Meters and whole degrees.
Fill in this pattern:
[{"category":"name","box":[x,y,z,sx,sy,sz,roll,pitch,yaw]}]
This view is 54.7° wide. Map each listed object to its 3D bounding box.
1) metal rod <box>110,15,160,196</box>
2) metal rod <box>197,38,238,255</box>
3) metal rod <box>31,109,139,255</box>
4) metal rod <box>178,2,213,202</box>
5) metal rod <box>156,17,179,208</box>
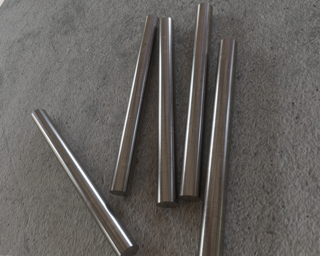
[{"category":"metal rod","box":[-0.031,-0.050,0.451,0.025,0.025,0.300,-6,59,25]},{"category":"metal rod","box":[0.069,0.017,0.357,0.025,0.025,0.300,-4,60,26]},{"category":"metal rod","box":[-0.119,0.057,0.431,0.025,0.025,0.300,-45,51,-3]},{"category":"metal rod","box":[0.051,-0.054,0.409,0.025,0.025,0.300,-6,59,25]},{"category":"metal rod","box":[0.009,-0.042,0.424,0.025,0.025,0.299,-13,56,21]}]
